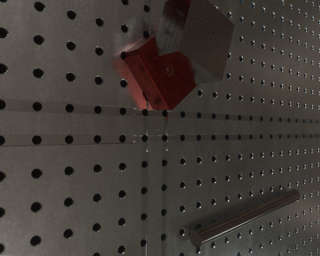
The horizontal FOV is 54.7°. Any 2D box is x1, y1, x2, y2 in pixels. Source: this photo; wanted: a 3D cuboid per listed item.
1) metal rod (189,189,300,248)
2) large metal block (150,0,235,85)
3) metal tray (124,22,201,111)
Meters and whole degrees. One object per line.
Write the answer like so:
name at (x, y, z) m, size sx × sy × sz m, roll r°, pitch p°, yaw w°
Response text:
metal rod at (0.167, 0.152, 0.553) m, size 0.302 × 0.025 × 0.025 m, roll -6°, pitch 94°, yaw -40°
large metal block at (0.043, -0.110, 0.391) m, size 0.080 × 0.050 × 0.080 m, roll 23°, pitch 75°, yaw -38°
metal tray at (0.022, -0.095, 0.427) m, size 0.131 × 0.030 × 0.090 m, roll -45°, pitch 117°, yaw -31°
